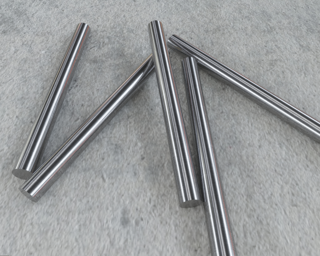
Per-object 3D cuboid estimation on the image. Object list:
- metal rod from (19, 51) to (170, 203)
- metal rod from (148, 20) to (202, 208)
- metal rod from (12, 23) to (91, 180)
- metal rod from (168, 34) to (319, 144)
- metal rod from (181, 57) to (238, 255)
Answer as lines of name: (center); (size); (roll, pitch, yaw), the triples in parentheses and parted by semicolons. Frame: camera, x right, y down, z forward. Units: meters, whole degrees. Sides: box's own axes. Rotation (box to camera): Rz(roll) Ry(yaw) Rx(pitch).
metal rod: (-0.070, -0.026, 0.423); (0.025, 0.025, 0.301); (24, 54, 18)
metal rod: (0.013, -0.041, 0.418); (0.025, 0.025, 0.299); (-6, 56, -5)
metal rod: (-0.146, -0.061, 0.452); (0.025, 0.025, 0.300); (3, 50, 2)
metal rod: (0.123, -0.063, 0.457); (0.025, 0.025, 0.300); (-35, 59, -26)
metal rod: (0.054, 0.013, 0.393); (0.025, 0.025, 0.300); (-2, 50, -2)
